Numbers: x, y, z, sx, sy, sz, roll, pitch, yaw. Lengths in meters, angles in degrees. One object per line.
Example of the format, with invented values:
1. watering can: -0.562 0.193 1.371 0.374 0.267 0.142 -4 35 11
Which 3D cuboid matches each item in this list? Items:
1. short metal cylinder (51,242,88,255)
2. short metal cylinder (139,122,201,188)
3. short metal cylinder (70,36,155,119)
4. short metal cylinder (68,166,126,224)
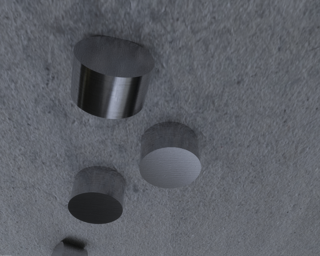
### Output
1. short metal cylinder: -0.181 0.267 0.596 0.050 0.080 0.080 29 124 -23
2. short metal cylinder: 0.013 0.038 0.423 0.081 0.050 0.079 0 130 0
3. short metal cylinder: -0.051 -0.054 0.324 0.081 0.080 0.050 10 129 -9
4. short metal cylinder: -0.096 0.104 0.478 0.081 0.050 0.079 0 130 0
